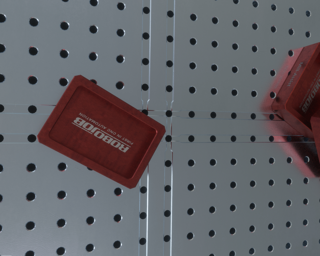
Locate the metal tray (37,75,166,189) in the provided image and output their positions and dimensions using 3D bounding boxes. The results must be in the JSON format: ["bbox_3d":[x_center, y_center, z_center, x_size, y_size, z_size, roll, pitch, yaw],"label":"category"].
[{"bbox_3d":[-0.069,0.006,0.384,0.130,0.030,0.090,31,80,-17],"label":"metal tray"}]

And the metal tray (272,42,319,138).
[{"bbox_3d":[0.248,-0.060,0.500,0.090,0.030,0.130,35,79,-17],"label":"metal tray"}]

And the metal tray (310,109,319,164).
[{"bbox_3d":[0.289,0.014,0.494,0.090,0.030,0.130,-37,119,-20],"label":"metal tray"}]
